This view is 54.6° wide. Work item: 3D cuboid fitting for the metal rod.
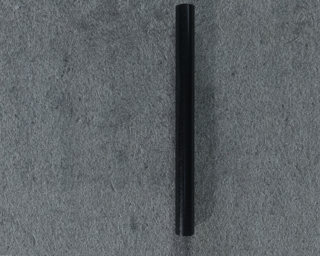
[{"bbox_3d":[0.033,-0.010,0.410,0.025,0.025,0.298,0,90,0],"label":"metal rod"}]
